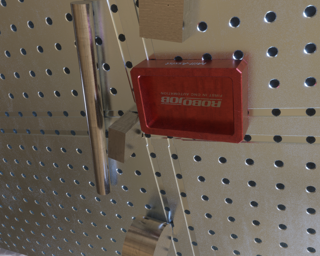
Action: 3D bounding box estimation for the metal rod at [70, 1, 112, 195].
[{"bbox_3d":[-0.094,-0.022,0.444,0.025,0.025,0.298,13,124,20],"label":"metal rod"}]

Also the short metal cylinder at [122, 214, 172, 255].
[{"bbox_3d":[-0.019,0.186,0.499,0.050,0.080,0.079,12,124,21],"label":"short metal cylinder"}]

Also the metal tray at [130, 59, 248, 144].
[{"bbox_3d":[0.035,-0.033,0.368,0.130,0.030,0.089,5,121,25],"label":"metal tray"}]

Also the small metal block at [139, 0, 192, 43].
[{"bbox_3d":[0.006,-0.122,0.332,0.050,0.025,0.050,14,124,20],"label":"small metal block"}]

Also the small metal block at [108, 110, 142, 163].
[{"bbox_3d":[-0.047,0.012,0.425,0.025,0.050,0.050,19,126,17],"label":"small metal block"}]
